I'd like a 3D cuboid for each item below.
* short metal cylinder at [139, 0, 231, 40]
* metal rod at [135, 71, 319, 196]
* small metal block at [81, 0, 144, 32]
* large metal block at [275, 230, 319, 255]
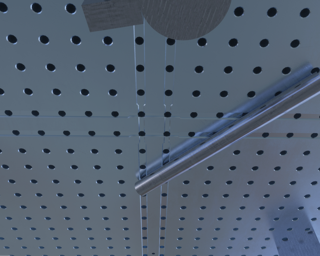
[{"bbox_3d":[0.022,-0.129,0.285,0.081,0.050,0.079,0,131,0],"label":"short metal cylinder"},{"bbox_3d":[0.080,0.020,0.429,0.299,0.025,0.025,-35,123,25],"label":"metal rod"},{"bbox_3d":[-0.042,-0.117,0.295,0.050,0.050,0.025,-7,130,5],"label":"small metal block"},{"bbox_3d":[0.283,0.257,0.599,0.080,0.080,0.050,-31,124,23],"label":"large metal block"}]
